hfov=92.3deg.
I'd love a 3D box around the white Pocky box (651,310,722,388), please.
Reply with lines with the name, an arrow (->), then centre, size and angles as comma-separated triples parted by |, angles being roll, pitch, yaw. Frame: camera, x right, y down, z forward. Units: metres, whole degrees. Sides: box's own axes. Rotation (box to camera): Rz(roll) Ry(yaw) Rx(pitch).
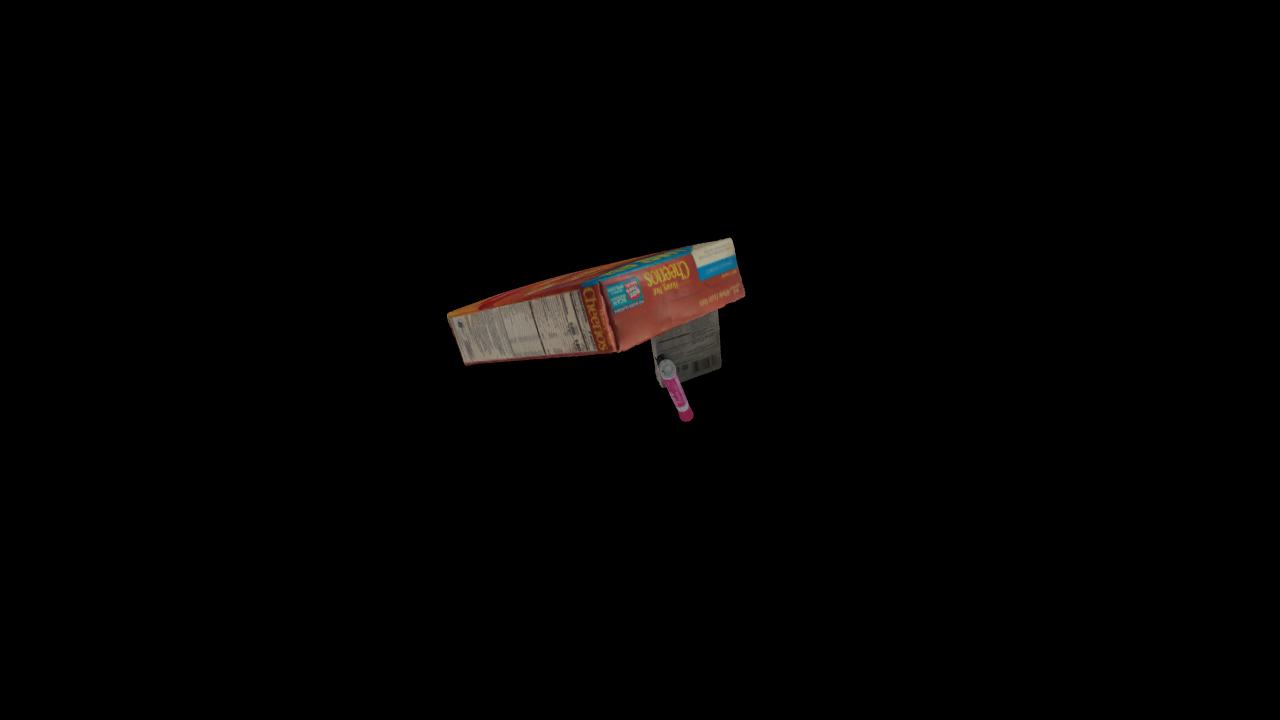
white Pocky box -> 0.051, -0.040, 0.721 | 0.084, 0.154, 0.028 | -18, 41, -9

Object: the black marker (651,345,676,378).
black marker -> 0.027, -0.003, 0.738 | 0.020, 0.020, 0.121 | 0, 14, -4

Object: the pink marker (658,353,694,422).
pink marker -> 0.046, 0.042, 0.766 | 0.020, 0.020, 0.121 | 0, -35, 20

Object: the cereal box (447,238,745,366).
cereal box -> -0.060, -0.064, 0.715 | 0.203, 0.081, 0.306 | -26, 14, -40
